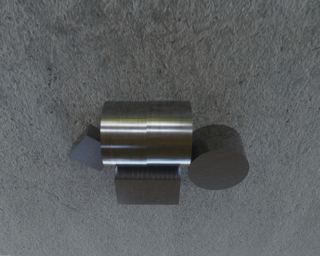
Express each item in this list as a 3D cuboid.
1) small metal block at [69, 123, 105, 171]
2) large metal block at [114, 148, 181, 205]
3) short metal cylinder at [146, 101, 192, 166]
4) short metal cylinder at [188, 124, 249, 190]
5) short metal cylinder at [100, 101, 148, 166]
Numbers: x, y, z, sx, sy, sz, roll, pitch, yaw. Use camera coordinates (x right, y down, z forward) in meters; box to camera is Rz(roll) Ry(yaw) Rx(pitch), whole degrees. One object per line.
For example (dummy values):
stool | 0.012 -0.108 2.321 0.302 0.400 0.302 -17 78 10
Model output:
small metal block | -0.090 0.028 0.432 0.050 0.025 0.050 30 124 -24
large metal block | -0.015 0.056 0.421 0.081 0.080 0.050 1 130 -1
short metal cylinder | 0.010 0.006 0.379 0.050 0.080 0.079 1 130 -1
short metal cylinder | 0.077 0.041 0.427 0.081 0.050 0.079 0 130 0
short metal cylinder | -0.040 0.007 0.379 0.050 0.080 0.079 1 130 -1
